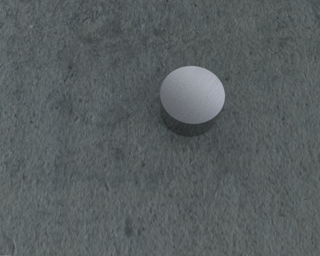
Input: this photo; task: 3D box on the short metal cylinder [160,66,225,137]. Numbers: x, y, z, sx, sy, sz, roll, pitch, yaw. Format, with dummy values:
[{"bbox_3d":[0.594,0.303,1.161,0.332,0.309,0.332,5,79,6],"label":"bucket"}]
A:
[{"bbox_3d":[0.040,-0.034,0.408,0.081,0.050,0.080,0,70,0],"label":"short metal cylinder"}]
